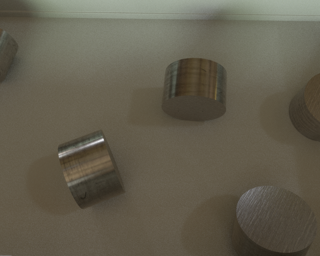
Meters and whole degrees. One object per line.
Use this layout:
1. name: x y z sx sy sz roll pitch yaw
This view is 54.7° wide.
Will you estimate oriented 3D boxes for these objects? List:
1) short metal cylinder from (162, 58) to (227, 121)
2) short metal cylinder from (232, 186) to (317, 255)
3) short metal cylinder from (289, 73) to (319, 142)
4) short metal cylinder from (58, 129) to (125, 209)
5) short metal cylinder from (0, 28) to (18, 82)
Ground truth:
1. short metal cylinder: 0.044 -0.047 0.398 0.080 0.080 0.050 5 70 2
2. short metal cylinder: 0.122 0.111 0.339 0.080 0.050 0.080 -2 41 2
3. short metal cylinder: 0.220 -0.027 0.408 0.081 0.050 0.080 0 70 0
4. short metal cylinder: -0.078 0.048 0.362 0.050 0.080 0.080 -21 72 -7
5. short metal cylinder: -0.241 -0.104 0.417 0.080 0.080 0.050 12 71 4
